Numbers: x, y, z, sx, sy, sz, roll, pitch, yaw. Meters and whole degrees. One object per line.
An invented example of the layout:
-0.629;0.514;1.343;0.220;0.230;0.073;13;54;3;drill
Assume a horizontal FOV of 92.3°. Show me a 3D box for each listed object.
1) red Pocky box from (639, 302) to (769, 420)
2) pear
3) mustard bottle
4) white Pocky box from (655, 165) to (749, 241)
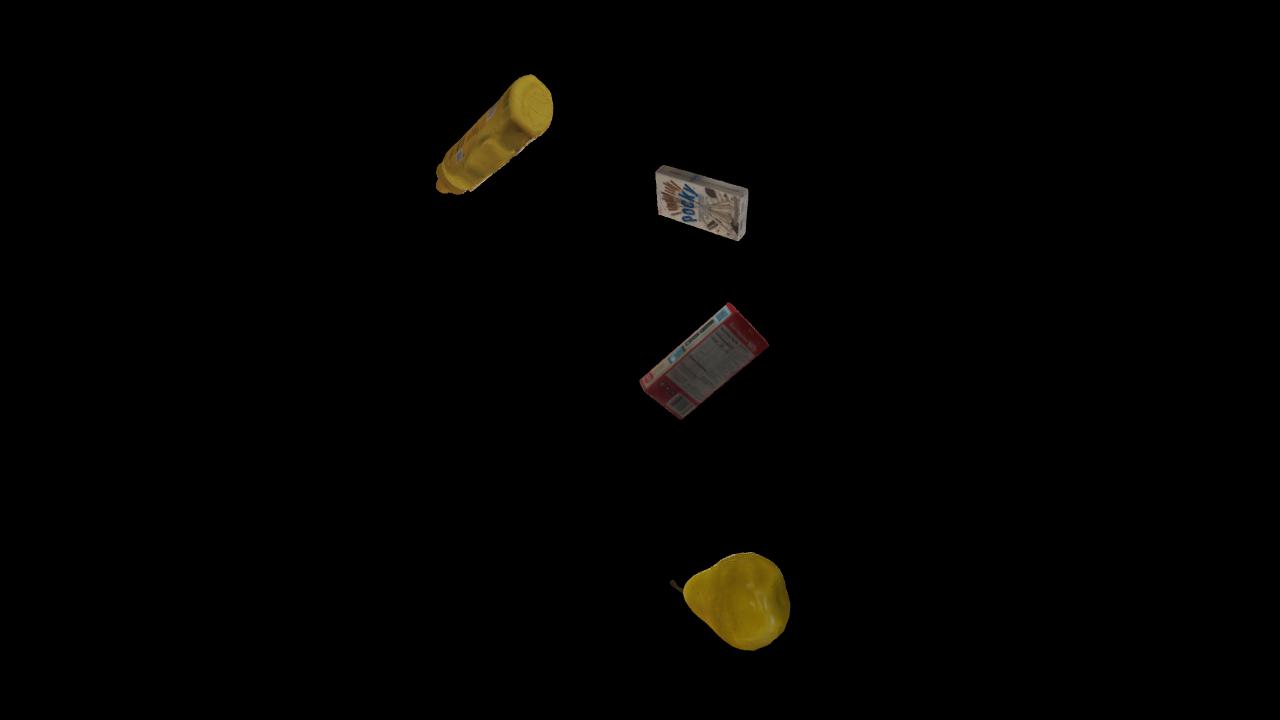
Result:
0.082;0.004;0.789;0.083;0.155;0.028;40;15;-35;red Pocky box
0.074;0.216;0.550;0.111;0.080;0.080;-19;-10;31;pear
-0.178;-0.242;0.704;0.184;0.092;0.054;-24;-41;37;mustard bottle
0.096;-0.249;0.970;0.154;0.084;0.028;25;56;25;white Pocky box
